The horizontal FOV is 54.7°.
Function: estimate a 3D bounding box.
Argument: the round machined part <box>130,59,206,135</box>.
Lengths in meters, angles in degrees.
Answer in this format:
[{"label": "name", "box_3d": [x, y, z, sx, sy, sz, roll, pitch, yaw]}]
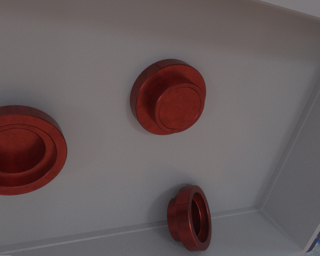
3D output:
[{"label": "round machined part", "box_3d": [0.016, -0.033, 0.386, 0.099, 0.042, 0.097, -14, 124, -21]}]

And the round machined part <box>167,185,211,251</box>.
[{"label": "round machined part", "box_3d": [0.044, 0.141, 0.485, 0.042, 0.098, 0.098, -14, 134, 24]}]

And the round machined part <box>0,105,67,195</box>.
[{"label": "round machined part", "box_3d": [-0.152, 0.019, 0.326, 0.099, 0.042, 0.097, -14, 124, -21]}]
